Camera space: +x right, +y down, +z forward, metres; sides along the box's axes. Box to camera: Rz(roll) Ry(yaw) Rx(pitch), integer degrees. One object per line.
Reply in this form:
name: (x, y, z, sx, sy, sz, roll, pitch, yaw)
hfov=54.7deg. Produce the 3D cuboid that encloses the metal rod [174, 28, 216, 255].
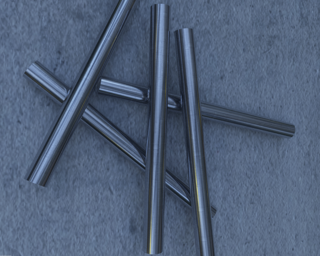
metal rod: (0.045, 0.025, 0.399, 0.025, 0.025, 0.298, -7, 93, -20)

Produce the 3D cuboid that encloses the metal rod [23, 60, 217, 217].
metal rod: (-0.039, 0.026, 0.395, 0.300, 0.025, 0.025, 41, 77, -16)

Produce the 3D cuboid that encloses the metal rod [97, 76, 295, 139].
metal rod: (0.064, -0.024, 0.433, 0.302, 0.025, 0.025, 12, 86, -20)

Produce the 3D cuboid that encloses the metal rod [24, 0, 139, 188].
metal rod: (-0.075, -0.076, 0.361, 0.025, 0.025, 0.299, 28, 73, -18)

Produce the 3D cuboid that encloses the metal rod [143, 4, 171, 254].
metal rod: (-0.004, 0.001, 0.380, 0.025, 0.025, 0.298, 2, 89, -20)
